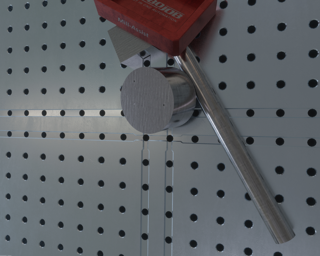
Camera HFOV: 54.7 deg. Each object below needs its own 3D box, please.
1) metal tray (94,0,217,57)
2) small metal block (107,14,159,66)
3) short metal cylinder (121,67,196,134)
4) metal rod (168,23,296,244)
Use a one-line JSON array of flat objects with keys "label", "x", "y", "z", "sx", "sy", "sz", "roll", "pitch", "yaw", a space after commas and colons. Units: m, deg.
[{"label": "metal tray", "x": -0.006, "y": -0.156, "z": 0.390, "sx": 0.130, "sy": 0.030, "sz": 0.090, "roll": 33, "pitch": 71, "yaw": 17}, {"label": "small metal block", "x": -0.037, "y": -0.120, "z": 0.426, "sx": 0.050, "sy": 0.025, "sz": 0.050, "roll": -25, "pitch": 82, "yaw": 18}, {"label": "short metal cylinder", "x": -0.002, "y": -0.036, "z": 0.388, "sx": 0.080, "sy": 0.050, "sz": 0.079, "roll": 8, "pitch": 103, "yaw": 35}, {"label": "metal rod", "x": 0.078, "y": -0.002, "z": 0.384, "sx": 0.025, "sy": 0.025, "sz": 0.299, "roll": -30, "pitch": 80, "yaw": 17}]
